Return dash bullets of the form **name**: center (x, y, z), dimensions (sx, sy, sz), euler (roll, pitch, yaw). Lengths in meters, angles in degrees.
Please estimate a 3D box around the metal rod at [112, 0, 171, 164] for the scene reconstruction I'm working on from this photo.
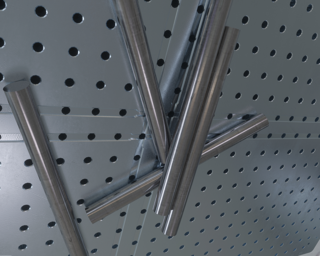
- **metal rod**: center (-0.021, -0.074, 0.353), dimensions (0.025, 0.025, 0.299), euler (-25, 128, -13)

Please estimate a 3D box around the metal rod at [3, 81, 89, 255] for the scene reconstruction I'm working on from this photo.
- **metal rod**: center (-0.130, 0.082, 0.390), dimensions (0.025, 0.025, 0.298), euler (-18, 126, -18)

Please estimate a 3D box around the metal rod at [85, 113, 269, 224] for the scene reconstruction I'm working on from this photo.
- **metal rod**: center (0.033, 0.055, 0.461), dimensions (0.301, 0.025, 0.025), euler (-27, 128, -11)

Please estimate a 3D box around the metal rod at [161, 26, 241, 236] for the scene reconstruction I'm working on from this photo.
- **metal rod**: center (0.050, 0.015, 0.423), dimensions (0.025, 0.025, 0.298), euler (5, 108, -31)

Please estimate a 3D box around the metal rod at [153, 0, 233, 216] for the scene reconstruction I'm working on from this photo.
- **metal rod**: center (0.038, -0.022, 0.395), dimensions (0.025, 0.025, 0.298), euler (5, 109, -31)
